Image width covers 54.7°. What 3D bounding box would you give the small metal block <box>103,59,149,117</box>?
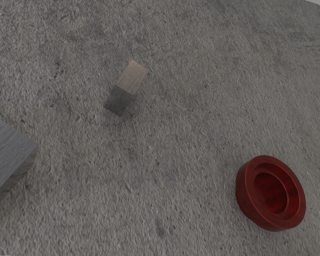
[{"bbox_3d":[-0.043,-0.050,0.395,0.025,0.050,0.050,31,52,-8],"label":"small metal block"}]

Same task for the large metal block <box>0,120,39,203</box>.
[{"bbox_3d":[-0.171,0.031,0.277,0.080,0.050,0.080,35,51,-6],"label":"large metal block"}]

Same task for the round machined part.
[{"bbox_3d":[0.142,0.089,0.414,0.099,0.042,0.098,14,56,-21],"label":"round machined part"}]
